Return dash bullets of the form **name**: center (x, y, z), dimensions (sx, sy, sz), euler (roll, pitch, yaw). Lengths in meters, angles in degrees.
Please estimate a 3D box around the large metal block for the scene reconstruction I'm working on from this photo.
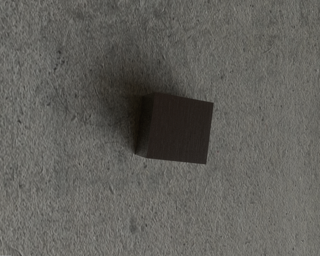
- **large metal block**: center (0.018, 0.001, 0.405), dimensions (0.081, 0.050, 0.080), euler (8, 87, -20)
